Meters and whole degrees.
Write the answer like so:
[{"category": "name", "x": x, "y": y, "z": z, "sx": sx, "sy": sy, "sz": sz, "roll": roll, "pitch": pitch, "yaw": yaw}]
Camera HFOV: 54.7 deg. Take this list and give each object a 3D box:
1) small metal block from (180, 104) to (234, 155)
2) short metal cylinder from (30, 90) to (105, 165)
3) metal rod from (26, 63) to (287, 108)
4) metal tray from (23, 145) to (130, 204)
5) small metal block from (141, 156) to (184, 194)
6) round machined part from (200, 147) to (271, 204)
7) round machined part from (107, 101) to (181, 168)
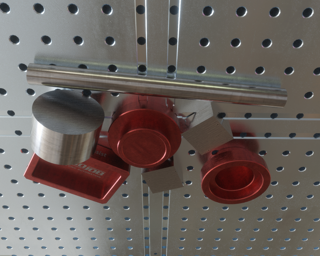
[{"category": "small metal block", "x": 0.062, "y": 0.003, "z": 0.415, "sx": 0.050, "sy": 0.025, "sz": 0.050, "roll": -31, "pitch": 124, "yaw": 23}, {"category": "short metal cylinder", "x": -0.112, "y": -0.002, "z": 0.372, "sx": 0.081, "sy": 0.080, "sz": 0.050, "roll": 14, "pitch": 129, "yaw": -12}, {"category": "metal rod", "x": 0.001, "y": -0.049, "z": 0.369, "sx": 0.302, "sy": 0.025, "sz": 0.025, "roll": 5, "pitch": 130, "yaw": -5}, {"category": "metal tray", "x": -0.120, "y": 0.059, "z": 0.457, "sx": 0.131, "sy": 0.030, "sz": 0.089, "roll": 24, "pitch": 126, "yaw": -19}, {"category": "small metal block", "x": 0.004, "y": 0.070, "z": 0.471, "sx": 0.050, "sy": 0.025, "sz": 0.050, "roll": -15, "pitch": 129, "yaw": 12}, {"category": "round machined part", "x": 0.108, "y": 0.066, "z": 0.458, "sx": 0.099, "sy": 0.042, "sz": 0.097, "roll": 0, "pitch": 130, "yaw": 0}, {"category": "round machined part", "x": -0.021, "y": 0.015, "z": 0.413, "sx": 0.099, "sy": 0.042, "sz": 0.097, "roll": 0, "pitch": 128, "yaw": 0}]
